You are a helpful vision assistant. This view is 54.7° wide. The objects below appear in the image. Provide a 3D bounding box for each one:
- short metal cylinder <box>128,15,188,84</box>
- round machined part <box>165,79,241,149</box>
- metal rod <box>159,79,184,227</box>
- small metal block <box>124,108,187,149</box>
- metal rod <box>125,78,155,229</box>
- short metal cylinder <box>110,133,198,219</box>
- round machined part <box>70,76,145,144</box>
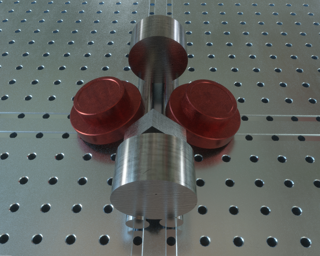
[{"bbox_3d":[-0.002,-0.109,0.435,0.080,0.080,0.050,1,50,0],"label":"short metal cylinder"},{"bbox_3d":[0.059,-0.025,0.400,0.099,0.042,0.098,10,49,-11],"label":"round machined part"},{"bbox_3d":[0.014,-0.016,0.420,0.025,0.025,0.300,1,50,1],"label":"metal rod"},{"bbox_3d":[-0.006,0.011,0.351,0.050,0.050,0.025,30,42,-30],"label":"small metal block"},{"bbox_3d":[-0.021,-0.015,0.419,0.025,0.025,0.300,1,50,1],"label":"metal rod"},{"bbox_3d":[-0.005,0.049,0.302,0.080,0.080,0.050,1,50,0],"label":"short metal cylinder"},{"bbox_3d":[-0.072,-0.030,0.405,0.098,0.042,0.098,-9,49,11],"label":"round machined part"}]
